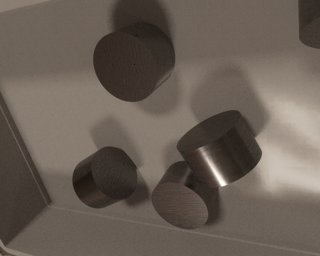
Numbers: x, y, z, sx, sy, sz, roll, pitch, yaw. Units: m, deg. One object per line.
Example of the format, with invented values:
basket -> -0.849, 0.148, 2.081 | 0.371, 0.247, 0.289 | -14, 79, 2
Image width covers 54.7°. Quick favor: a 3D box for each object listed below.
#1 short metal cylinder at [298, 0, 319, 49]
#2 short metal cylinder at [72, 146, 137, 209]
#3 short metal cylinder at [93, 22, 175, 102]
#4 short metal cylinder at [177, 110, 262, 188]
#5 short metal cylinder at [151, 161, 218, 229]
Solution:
short metal cylinder -> 0.146, -0.096, 0.228 | 0.080, 0.080, 0.050 | -2, 82, 29
short metal cylinder -> -0.081, 0.074, 0.459 | 0.050, 0.080, 0.080 | -31, 102, 37
short metal cylinder -> -0.029, -0.077, 0.359 | 0.080, 0.050, 0.079 | 13, 124, 20
short metal cylinder -> 0.066, 0.023, 0.351 | 0.080, 0.080, 0.050 | -23, 106, 36
short metal cylinder -> 0.035, 0.093, 0.430 | 0.080, 0.050, 0.079 | 13, 124, 20
